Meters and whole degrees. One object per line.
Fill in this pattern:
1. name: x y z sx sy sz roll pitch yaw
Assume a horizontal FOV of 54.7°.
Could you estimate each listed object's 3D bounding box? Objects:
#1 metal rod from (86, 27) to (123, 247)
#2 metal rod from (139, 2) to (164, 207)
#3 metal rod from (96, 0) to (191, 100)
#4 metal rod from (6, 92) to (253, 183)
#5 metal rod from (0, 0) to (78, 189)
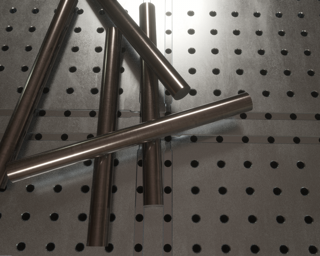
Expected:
1. metal rod: -0.070 -0.003 0.411 0.025 0.025 0.299 1 70 0
2. metal rod: -0.014 -0.046 0.428 0.025 0.025 0.299 -2 70 -1
3. metal rod: -0.053 -0.154 0.448 0.025 0.025 0.300 -31 66 -11
4. metal rod: -0.031 0.009 0.380 0.302 0.025 0.025 -17 71 -7
5. metal rod: -0.172 -0.065 0.433 0.025 0.025 0.299 12 70 4
